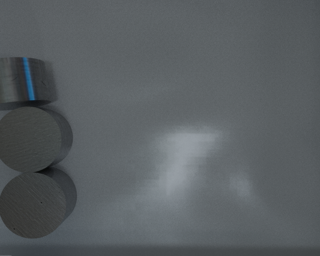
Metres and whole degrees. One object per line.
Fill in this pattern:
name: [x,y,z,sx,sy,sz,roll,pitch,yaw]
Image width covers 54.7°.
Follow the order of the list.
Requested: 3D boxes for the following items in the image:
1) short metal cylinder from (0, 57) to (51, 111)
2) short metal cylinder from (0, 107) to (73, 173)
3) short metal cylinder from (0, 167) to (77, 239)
short metal cylinder: [-0.180,-0.052,0.382,0.081,0.080,0.050,-9,90,0]
short metal cylinder: [-0.159,0.014,0.397,0.081,0.050,0.079,0,90,-1]
short metal cylinder: [-0.153,0.093,0.397,0.081,0.050,0.079,0,90,-1]
